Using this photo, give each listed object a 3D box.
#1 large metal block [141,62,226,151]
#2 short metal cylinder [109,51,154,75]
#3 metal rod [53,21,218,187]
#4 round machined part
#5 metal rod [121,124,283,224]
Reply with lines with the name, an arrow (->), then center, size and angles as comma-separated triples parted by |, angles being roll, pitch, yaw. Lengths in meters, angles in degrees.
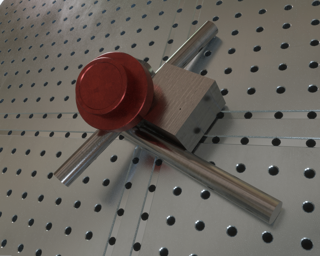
large metal block -> 0.022, -0.027, 0.391 | 0.080, 0.050, 0.080 | 29, 77, 37
short metal cylinder -> -0.053, -0.063, 0.437 | 0.050, 0.080, 0.080 | 28, 77, 37
metal rod -> -0.023, -0.042, 0.420 | 0.025, 0.025, 0.301 | 31, 71, 37
round machined part -> -0.061, -0.045, 0.371 | 0.098, 0.042, 0.097 | -3, 80, 20
metal rod -> 0.005, 0.026, 0.387 | 0.300, 0.025, 0.025 | 28, 77, 37
